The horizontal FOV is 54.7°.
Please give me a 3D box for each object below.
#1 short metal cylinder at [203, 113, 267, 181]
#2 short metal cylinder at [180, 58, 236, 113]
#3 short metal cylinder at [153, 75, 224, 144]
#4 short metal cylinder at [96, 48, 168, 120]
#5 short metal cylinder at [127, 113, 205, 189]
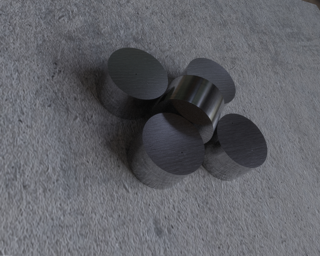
[{"bbox_3d":[0.099,0.027,0.427,0.081,0.050,0.080,14,56,-21],"label":"short metal cylinder"},{"bbox_3d":[0.063,-0.056,0.457,0.081,0.050,0.080,14,56,-21],"label":"short metal cylinder"},{"bbox_3d":[0.038,-0.022,0.406,0.080,0.080,0.050,34,51,-6],"label":"short metal cylinder"},{"bbox_3d":[-0.037,-0.057,0.404,0.081,0.050,0.080,14,56,-21],"label":"short metal cylinder"},{"bbox_3d":[0.007,0.028,0.376,0.081,0.050,0.080,14,56,-21],"label":"short metal cylinder"}]
